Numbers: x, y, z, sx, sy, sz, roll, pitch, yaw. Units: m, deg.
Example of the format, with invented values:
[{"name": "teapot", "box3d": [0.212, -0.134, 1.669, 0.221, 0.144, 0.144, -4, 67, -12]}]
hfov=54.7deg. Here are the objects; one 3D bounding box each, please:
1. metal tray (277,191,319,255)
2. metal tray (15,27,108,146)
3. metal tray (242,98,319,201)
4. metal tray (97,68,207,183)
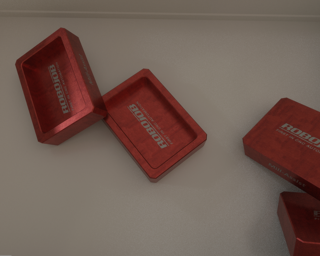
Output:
[{"name": "metal tray", "box3d": [0.202, 0.109, 0.330, 0.131, 0.090, 0.030, 3, 111, 8]}, {"name": "metal tray", "box3d": [-0.132, -0.054, 0.405, 0.090, 0.030, 0.130, -29, 71, 16]}, {"name": "metal tray", "box3d": [0.179, 0.024, 0.371, 0.090, 0.030, 0.130, -43, 50, -15]}, {"name": "metal tray", "box3d": [-0.014, -0.005, 0.408, 0.090, 0.030, 0.130, -37, 74, -13]}]
